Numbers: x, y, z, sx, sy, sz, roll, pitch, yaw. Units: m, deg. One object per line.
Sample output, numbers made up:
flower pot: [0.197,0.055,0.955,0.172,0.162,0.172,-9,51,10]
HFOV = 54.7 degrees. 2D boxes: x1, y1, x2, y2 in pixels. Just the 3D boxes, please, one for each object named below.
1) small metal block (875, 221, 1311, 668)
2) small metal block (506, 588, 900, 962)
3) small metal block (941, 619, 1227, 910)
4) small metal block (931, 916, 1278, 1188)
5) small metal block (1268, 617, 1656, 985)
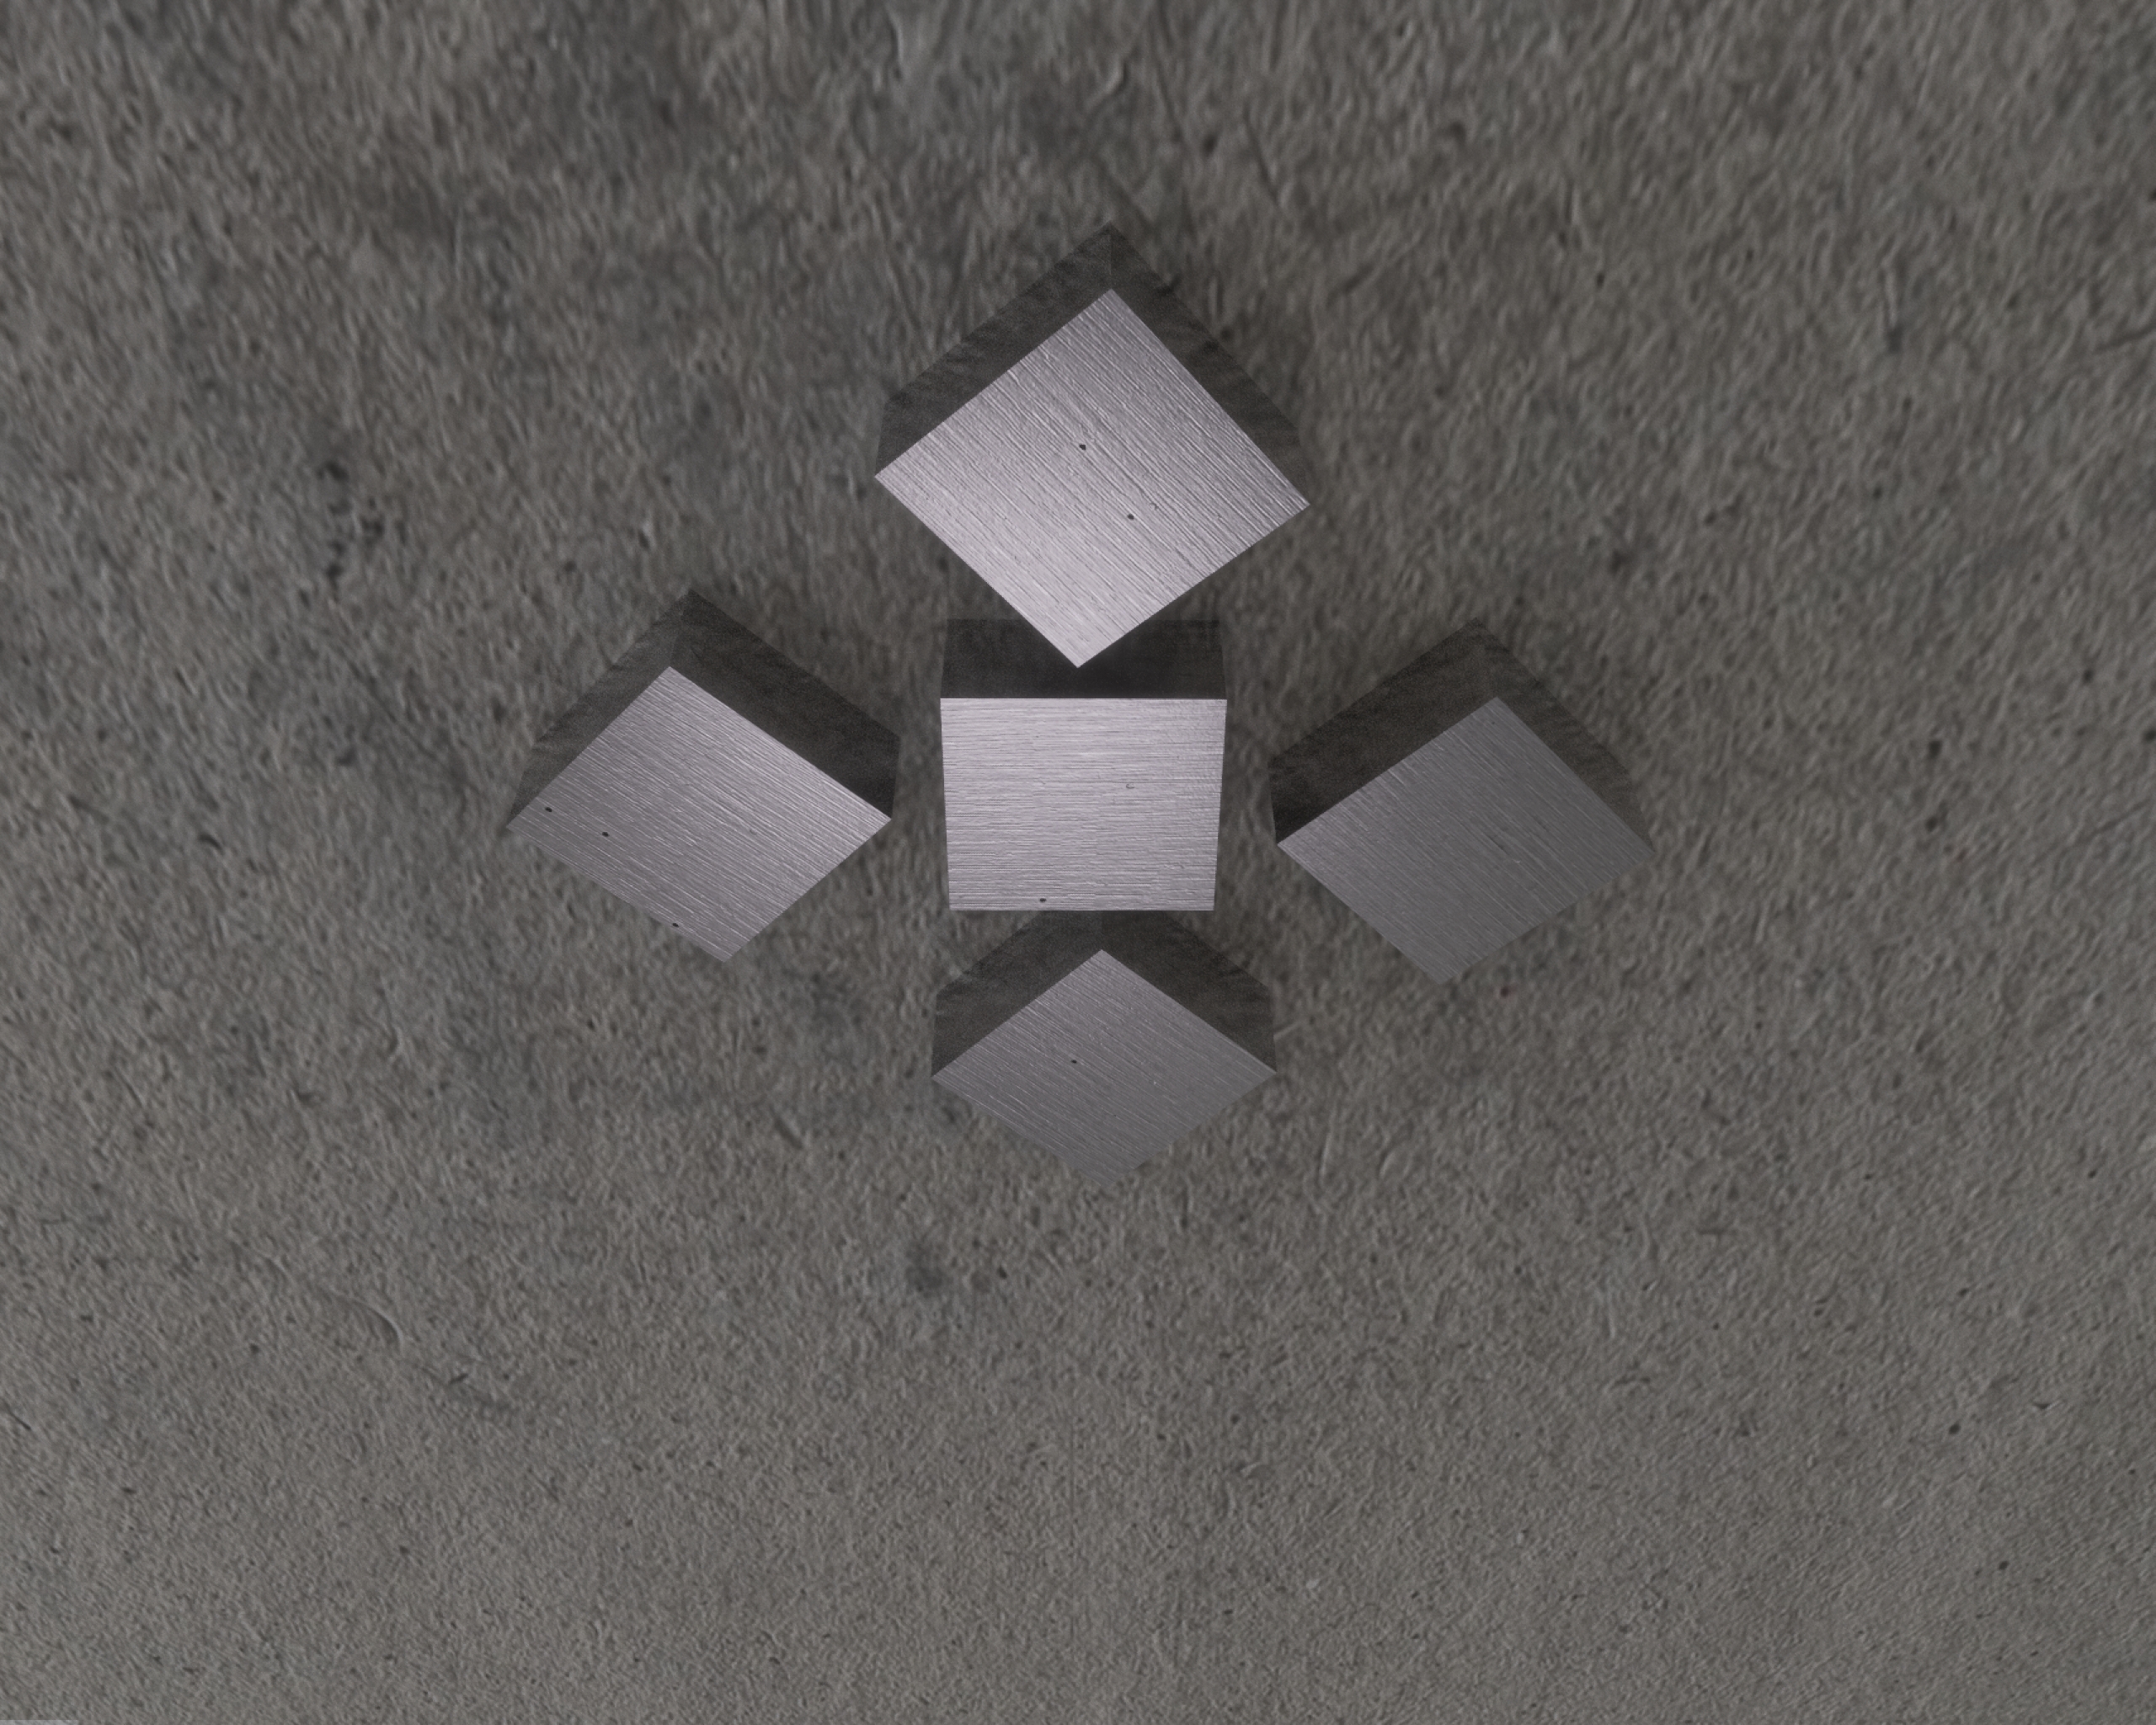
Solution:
small metal block: [0.003,-0.069,0.349,0.050,0.025,0.050,-33,123,25]
small metal block: [-0.070,-0.015,0.393,0.050,0.025,0.050,36,121,-27]
small metal block: [0.001,-0.018,0.392,0.050,0.025,0.050,0,130,-1]
small metal block: [0.005,0.036,0.437,0.050,0.025,0.050,36,121,-27]
small metal block: [0.073,-0.011,0.399,0.050,0.025,0.050,-36,122,26]
